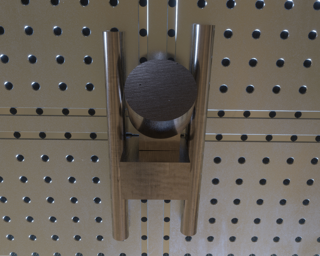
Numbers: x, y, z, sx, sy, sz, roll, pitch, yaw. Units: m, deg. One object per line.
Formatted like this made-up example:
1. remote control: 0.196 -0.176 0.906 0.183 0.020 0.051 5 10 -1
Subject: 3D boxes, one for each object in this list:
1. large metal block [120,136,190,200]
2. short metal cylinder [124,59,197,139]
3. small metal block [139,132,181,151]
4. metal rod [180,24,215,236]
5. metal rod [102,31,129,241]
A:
1. large metal block: -0.006 0.049 0.399 0.081 0.080 0.050 1 110 -1
2. short metal cylinder: 0.001 -0.033 0.365 0.081 0.050 0.080 1 66 -1
3. small metal block: -0.001 0.007 0.402 0.050 0.050 0.025 1 110 -1
4. metal rod: 0.048 0.017 0.420 0.025 0.025 0.298 2 110 -1
5. metal rod: -0.058 0.024 0.422 0.025 0.025 0.298 1 110 0
